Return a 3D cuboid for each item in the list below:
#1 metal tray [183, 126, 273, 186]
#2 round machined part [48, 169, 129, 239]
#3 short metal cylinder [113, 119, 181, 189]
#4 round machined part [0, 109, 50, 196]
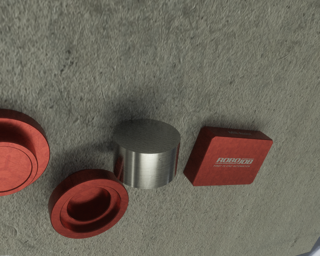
[{"bbox_3d":[0.110,0.047,0.496,0.131,0.030,0.089,5,116,-31],"label":"metal tray"},{"bbox_3d":[-0.094,0.092,0.403,0.099,0.042,0.097,-14,125,-21],"label":"round machined part"},{"bbox_3d":[-0.017,0.030,0.382,0.081,0.080,0.050,-9,123,-24],"label":"short metal cylinder"},{"bbox_3d":[-0.167,0.032,0.325,0.099,0.042,0.097,-14,125,-21],"label":"round machined part"}]
